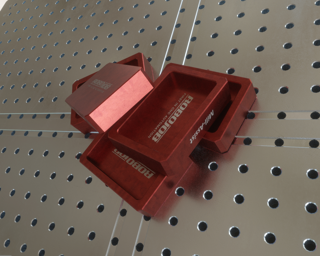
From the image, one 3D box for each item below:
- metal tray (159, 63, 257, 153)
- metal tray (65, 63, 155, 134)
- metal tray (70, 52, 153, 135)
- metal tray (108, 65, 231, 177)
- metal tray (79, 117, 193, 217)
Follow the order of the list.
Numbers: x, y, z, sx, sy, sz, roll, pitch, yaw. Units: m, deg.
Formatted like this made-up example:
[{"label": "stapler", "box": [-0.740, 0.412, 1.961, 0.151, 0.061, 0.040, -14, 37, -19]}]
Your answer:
[{"label": "metal tray", "box": [0.044, -0.031, 0.401, 0.130, 0.030, 0.090, 21, 72, 36]}, {"label": "metal tray", "box": [-0.073, -0.047, 0.421, 0.090, 0.030, 0.130, -43, 28, -11]}, {"label": "metal tray", "box": [-0.074, -0.053, 0.477, 0.130, 0.030, 0.090, -20, 54, 16]}, {"label": "metal tray", "box": [0.013, -0.015, 0.368, 0.090, 0.030, 0.130, 22, 62, 36]}, {"label": "metal tray", "box": [-0.034, 0.040, 0.399, 0.130, 0.030, 0.090, 30, 78, 37]}]
